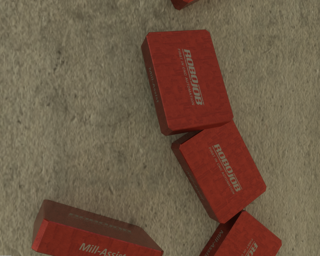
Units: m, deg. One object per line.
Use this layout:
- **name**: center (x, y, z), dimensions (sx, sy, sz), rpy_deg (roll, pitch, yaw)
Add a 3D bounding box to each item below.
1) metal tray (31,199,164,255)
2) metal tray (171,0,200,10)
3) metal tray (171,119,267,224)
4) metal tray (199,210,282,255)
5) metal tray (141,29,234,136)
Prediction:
- **metal tray**: center (-0.072, 0.122, 0.348), dimensions (0.131, 0.090, 0.030), rpy_deg (23, 83, -19)
- **metal tray**: center (0.033, -0.240, 0.419), dimensions (0.090, 0.030, 0.130), rpy_deg (-33, 101, -17)
- **metal tray**: center (0.085, 0.056, 0.439), dimensions (0.091, 0.030, 0.130), rpy_deg (-32, 101, -17)
- **metal tray**: center (0.108, 0.193, 0.448), dimensions (0.090, 0.030, 0.130), rpy_deg (41, 77, -16)
- **metal tray**: center (0.034, -0.061, 0.403), dimensions (0.091, 0.030, 0.129), rpy_deg (-9, 79, -20)
